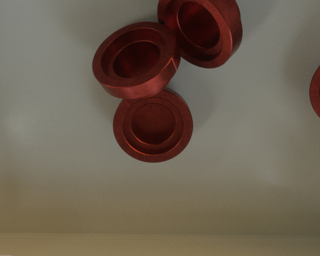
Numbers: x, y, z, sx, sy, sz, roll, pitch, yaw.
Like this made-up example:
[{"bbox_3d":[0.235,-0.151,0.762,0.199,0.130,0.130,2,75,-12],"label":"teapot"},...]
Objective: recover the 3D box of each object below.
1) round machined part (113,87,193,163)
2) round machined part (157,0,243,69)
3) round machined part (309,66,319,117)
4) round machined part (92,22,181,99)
[{"bbox_3d":[-0.008,-0.008,0.399,0.099,0.042,0.097,0,110,0],"label":"round machined part"},{"bbox_3d":[0.048,-0.117,0.340,0.042,0.098,0.098,-47,108,-23],"label":"round machined part"},{"bbox_3d":[0.235,-0.047,0.373,0.098,0.042,0.097,6,104,27],"label":"round machined part"},{"bbox_3d":[-0.024,-0.072,0.356,0.098,0.098,0.042,-20,144,7],"label":"round machined part"}]
